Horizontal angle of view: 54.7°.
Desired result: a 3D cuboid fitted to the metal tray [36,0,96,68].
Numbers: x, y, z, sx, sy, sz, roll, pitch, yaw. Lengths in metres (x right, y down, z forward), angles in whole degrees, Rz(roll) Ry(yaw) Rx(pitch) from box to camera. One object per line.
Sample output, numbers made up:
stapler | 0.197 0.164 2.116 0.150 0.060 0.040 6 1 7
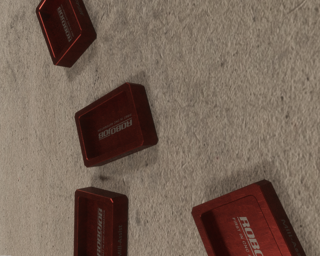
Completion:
metal tray | -0.165 -0.182 0.534 0.090 0.030 0.130 -36 68 33

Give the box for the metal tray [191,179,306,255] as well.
metal tray | 0.097 0.130 0.320 0.090 0.030 0.130 -33 70 34

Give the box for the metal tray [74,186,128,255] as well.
metal tray | -0.093 0.162 0.475 0.090 0.030 0.129 2 92 39

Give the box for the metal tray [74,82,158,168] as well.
metal tray | -0.069 -0.001 0.456 0.130 0.030 0.090 -23 75 37
